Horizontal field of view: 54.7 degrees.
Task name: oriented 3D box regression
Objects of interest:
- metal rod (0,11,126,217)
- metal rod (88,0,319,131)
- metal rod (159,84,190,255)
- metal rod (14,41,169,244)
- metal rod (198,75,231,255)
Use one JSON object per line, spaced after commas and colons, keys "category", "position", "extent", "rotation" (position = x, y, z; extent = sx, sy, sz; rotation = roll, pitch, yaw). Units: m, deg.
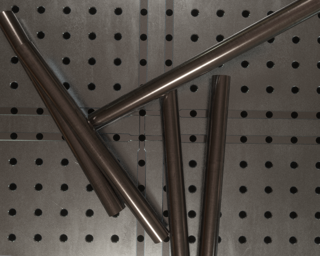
{"category": "metal rod", "position": [-0.131, -0.018, 0.411], "extent": [0.025, 0.025, 0.299], "rotation": [-30, 90, 0]}
{"category": "metal rod", "position": [0.042, -0.073, 0.378], "extent": [0.300, 0.025, 0.025], "rotation": [-27, 91, 14]}
{"category": "metal rod", "position": [0.021, 0.088, 0.413], "extent": [0.025, 0.025, 0.298], "rotation": [-4, 90, -1]}
{"category": "metal rod", "position": [-0.083, 0.023, 0.396], "extent": [0.025, 0.025, 0.299], "rotation": [-35, 97, 0]}
{"category": "metal rod", "position": [0.071, 0.080, 0.414], "extent": [0.025, 0.025, 0.298], "rotation": [4, 90, -1]}
